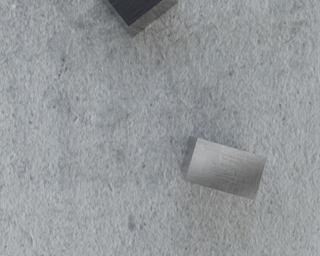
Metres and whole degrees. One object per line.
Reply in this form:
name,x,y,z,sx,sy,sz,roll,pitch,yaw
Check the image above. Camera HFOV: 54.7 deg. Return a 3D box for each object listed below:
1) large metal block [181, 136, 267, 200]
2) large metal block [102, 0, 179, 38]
large metal block,0.073,0.045,0.384,0.080,0.080,0.050,16,90,-1
large metal block,-0.031,-0.178,0.397,0.080,0.050,0.080,-38,91,0
